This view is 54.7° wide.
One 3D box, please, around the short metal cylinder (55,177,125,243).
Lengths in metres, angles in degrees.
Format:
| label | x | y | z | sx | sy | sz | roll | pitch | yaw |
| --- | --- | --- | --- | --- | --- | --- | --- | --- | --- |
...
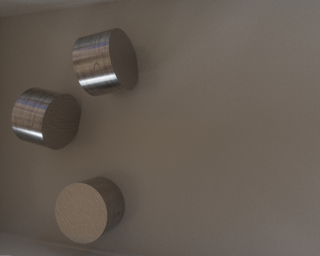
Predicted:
| label | x | y | z | sx | sy | sz | roll | pitch | yaw |
| --- | --- | --- | --- | --- | --- | --- | --- | --- | --- |
| short metal cylinder | -0.096 | 0.112 | 0.431 | 0.080 | 0.050 | 0.080 | 0 | 90 | 20 |

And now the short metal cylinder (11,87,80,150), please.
| label | x | y | z | sx | sy | sz | roll | pitch | yaw |
| --- | --- | --- | --- | --- | --- | --- | --- | --- | --- |
| short metal cylinder | -0.158 | -0.014 | 0.437 | 0.050 | 0.080 | 0.080 | 13 | 95 | 19 |

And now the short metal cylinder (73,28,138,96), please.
| label | x | y | z | sx | sy | sz | roll | pitch | yaw |
| --- | --- | --- | --- | --- | --- | --- | --- | --- | --- |
| short metal cylinder | -0.069 | -0.085 | 0.405 | 0.050 | 0.080 | 0.080 | -8 | 88 | 20 |
